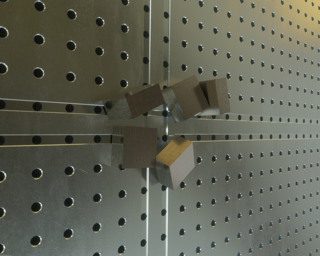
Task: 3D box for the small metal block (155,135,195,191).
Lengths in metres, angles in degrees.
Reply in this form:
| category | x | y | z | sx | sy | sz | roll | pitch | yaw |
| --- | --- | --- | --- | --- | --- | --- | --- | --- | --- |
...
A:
| category | x | y | z | sx | sy | sz | roll | pitch | yaw |
| --- | --- | --- | --- | --- | --- | --- | --- | --- | --- |
| small metal block | 0.021 | 0.047 | 0.417 | 0.050 | 0.025 | 0.050 | -43 | 141 | -32 |

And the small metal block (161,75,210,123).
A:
| category | x | y | z | sx | sy | sz | roll | pitch | yaw |
| --- | --- | --- | --- | --- | --- | --- | --- | --- | --- |
| small metal block | 0.035 | -0.041 | 0.435 | 0.050 | 0.025 | 0.050 | -30 | 98 | -36 |

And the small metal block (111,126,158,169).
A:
| category | x | y | z | sx | sy | sz | roll | pitch | yaw |
| --- | --- | --- | --- | --- | --- | --- | --- | --- | --- |
| small metal block | -0.032 | 0.024 | 0.385 | 0.050 | 0.025 | 0.050 | 4 | 87 | -40 |

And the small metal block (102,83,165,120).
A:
| category | x | y | z | sx | sy | sz | roll | pitch | yaw |
| --- | --- | --- | --- | --- | --- | --- | --- | --- | --- |
| small metal block | -0.032 | -0.031 | 0.368 | 0.050 | 0.050 | 0.025 | -29 | 109 | -36 |

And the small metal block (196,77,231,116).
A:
| category | x | y | z | sx | sy | sz | roll | pitch | yaw |
| --- | --- | --- | --- | --- | --- | --- | --- | --- | --- |
| small metal block | 0.073 | -0.045 | 0.456 | 0.025 | 0.050 | 0.050 | -17 | 101 | -39 |
